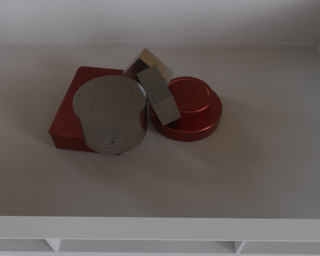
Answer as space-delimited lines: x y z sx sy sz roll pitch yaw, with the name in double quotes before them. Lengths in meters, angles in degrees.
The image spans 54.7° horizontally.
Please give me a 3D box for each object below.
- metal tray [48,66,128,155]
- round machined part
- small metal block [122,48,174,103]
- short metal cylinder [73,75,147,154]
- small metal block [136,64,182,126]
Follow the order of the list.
"metal tray" -0.082 -0.028 0.420 0.091 0.030 0.130 6 50 4
"round machined part" 0.035 -0.032 0.419 0.099 0.042 0.098 0 50 0
"small metal block" -0.018 -0.069 0.411 0.050 0.050 0.025 38 44 -17
"short metal cylinder" -0.056 -0.016 0.361 0.081 0.050 0.080 0 50 0
"small metal block" 0.000 -0.038 0.368 0.025 0.050 0.050 -26 60 2
